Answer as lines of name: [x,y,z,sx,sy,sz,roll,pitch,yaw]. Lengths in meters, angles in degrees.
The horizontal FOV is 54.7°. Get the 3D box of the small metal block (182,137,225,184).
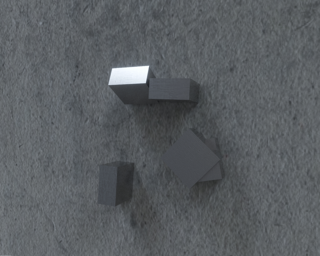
small metal block: [0.051,0.041,0.391,0.050,0.025,0.050,-11,86,19]

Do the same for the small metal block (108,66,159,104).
small metal block: [-0.031,-0.054,0.403,0.050,0.050,0.025,0,65,19]

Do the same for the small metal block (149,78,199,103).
small metal block: [0.019,-0.046,0.388,0.050,0.050,0.025,3,91,19]

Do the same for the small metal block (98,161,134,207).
small metal block: [-0.058,0.073,0.415,0.025,0.050,0.050,4,91,20]

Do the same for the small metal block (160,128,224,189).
small metal block: [0.038,0.035,0.369,0.050,0.025,0.050,46,104,14]
